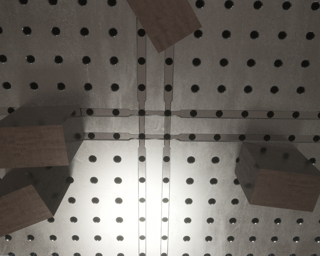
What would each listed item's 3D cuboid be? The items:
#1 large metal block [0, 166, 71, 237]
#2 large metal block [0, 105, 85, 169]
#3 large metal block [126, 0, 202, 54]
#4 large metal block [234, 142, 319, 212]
[{"bbox_3d":[-0.178,0.089,0.414,0.080,0.080,0.050,-22,109,7],"label":"large metal block"},{"bbox_3d":[-0.146,0.008,0.385,0.081,0.080,0.050,-3,110,0],"label":"large metal block"},{"bbox_3d":[-0.001,-0.133,0.335,0.050,0.080,0.080,-30,108,10],"label":"large metal block"},{"bbox_3d":[0.153,0.062,0.409,0.081,0.080,0.050,8,110,-4],"label":"large metal block"}]
